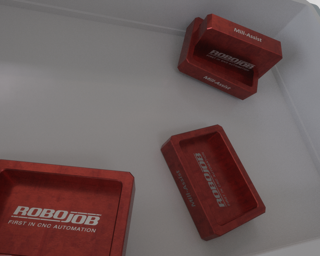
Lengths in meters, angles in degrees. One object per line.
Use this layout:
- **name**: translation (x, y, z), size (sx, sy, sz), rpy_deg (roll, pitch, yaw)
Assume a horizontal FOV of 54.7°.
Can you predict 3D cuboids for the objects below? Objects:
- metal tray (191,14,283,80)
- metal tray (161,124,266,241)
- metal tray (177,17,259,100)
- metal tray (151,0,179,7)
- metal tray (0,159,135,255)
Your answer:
- **metal tray**: translation (0.113, -0.118, 0.493), size (0.131, 0.090, 0.030), rpy_deg (16, 60, -16)
- **metal tray**: translation (0.068, 0.065, 0.398), size (0.091, 0.030, 0.130), rpy_deg (-13, 68, -33)
- **metal tray**: translation (0.099, -0.111, 0.501), size (0.131, 0.030, 0.090), rpy_deg (21, 65, -18)
- **metal tray**: translation (-0.012, -0.291, 0.575), size (0.091, 0.030, 0.130), rpy_deg (5, 60, -26)
- **metal tray**: translation (-0.093, 0.079, 0.272), size (0.131, 0.030, 0.090), rpy_deg (6, 55, 1)
